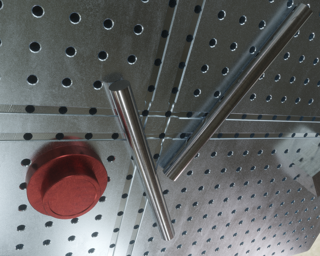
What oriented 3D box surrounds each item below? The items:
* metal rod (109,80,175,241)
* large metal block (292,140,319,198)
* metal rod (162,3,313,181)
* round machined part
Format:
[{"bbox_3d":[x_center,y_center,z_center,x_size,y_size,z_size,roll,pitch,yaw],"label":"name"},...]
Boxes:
[{"bbox_3d":[-0.017,0.067,0.445,0.025,0.025,0.298,-25,128,-14],"label":"metal rod"},{"bbox_3d":[0.324,0.080,0.626,0.080,0.050,0.080,-38,130,-3],"label":"large metal block"},{"bbox_3d":[0.105,-0.045,0.442,0.025,0.025,0.299,31,101,-38],"label":"metal rod"},{"bbox_3d":[-0.113,0.074,0.386,0.099,0.042,0.097,-14,125,-21],"label":"round machined part"}]
